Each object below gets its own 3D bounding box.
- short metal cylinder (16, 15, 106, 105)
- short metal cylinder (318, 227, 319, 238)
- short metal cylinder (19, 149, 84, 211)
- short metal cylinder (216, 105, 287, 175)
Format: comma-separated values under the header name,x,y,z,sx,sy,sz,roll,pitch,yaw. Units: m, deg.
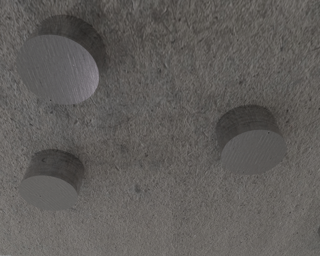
name,x,y,z,sx,sy,sz,roll,pitch,yaw
short metal cylinder,-0.102,-0.072,0.329,0.081,0.050,0.079,0,130,0
short metal cylinder,0.342,0.207,0.570,0.081,0.050,0.079,0,130,0
short metal cylinder,-0.157,0.077,0.455,0.081,0.050,0.079,0,130,0
short metal cylinder,0.117,0.016,0.405,0.081,0.050,0.079,0,130,0
